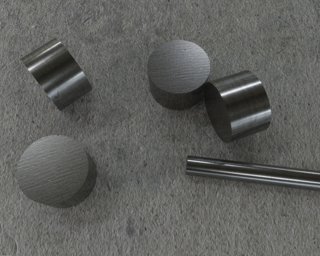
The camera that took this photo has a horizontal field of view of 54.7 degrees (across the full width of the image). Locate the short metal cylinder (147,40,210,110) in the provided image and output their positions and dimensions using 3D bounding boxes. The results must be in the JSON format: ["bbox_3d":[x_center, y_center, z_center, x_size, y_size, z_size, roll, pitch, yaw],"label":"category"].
[{"bbox_3d":[0.025,-0.071,0.419,0.080,0.050,0.080,-1,69,2],"label":"short metal cylinder"}]

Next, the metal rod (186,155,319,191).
[{"bbox_3d":[0.183,0.064,0.385,0.302,0.025,0.025,7,70,2],"label":"metal rod"}]

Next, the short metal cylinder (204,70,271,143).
[{"bbox_3d":[0.095,-0.027,0.389,0.050,0.080,0.080,-19,71,-7],"label":"short metal cylinder"}]

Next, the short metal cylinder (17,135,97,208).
[{"bbox_3d":[-0.121,0.054,0.374,0.081,0.050,0.080,0,70,0],"label":"short metal cylinder"}]

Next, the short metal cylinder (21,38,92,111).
[{"bbox_3d":[-0.133,-0.069,0.403,0.050,0.080,0.080,-37,74,-12],"label":"short metal cylinder"}]
